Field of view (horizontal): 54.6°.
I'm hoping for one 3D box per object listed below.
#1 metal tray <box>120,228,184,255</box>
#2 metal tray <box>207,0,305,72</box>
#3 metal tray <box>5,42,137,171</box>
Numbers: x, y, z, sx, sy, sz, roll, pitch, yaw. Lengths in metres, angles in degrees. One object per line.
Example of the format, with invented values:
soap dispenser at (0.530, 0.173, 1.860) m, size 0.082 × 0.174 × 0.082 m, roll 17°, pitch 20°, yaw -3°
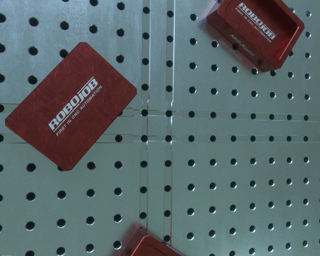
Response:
metal tray at (0.001, 0.206, 0.410) m, size 0.130 × 0.030 × 0.090 m, roll 39°, pitch 78°, yaw -16°
metal tray at (0.145, -0.158, 0.462) m, size 0.130 × 0.030 × 0.090 m, roll 36°, pitch 78°, yaw -17°
metal tray at (-0.103, -0.026, 0.372) m, size 0.090 × 0.030 × 0.130 m, roll 42°, pitch 77°, yaw -15°
